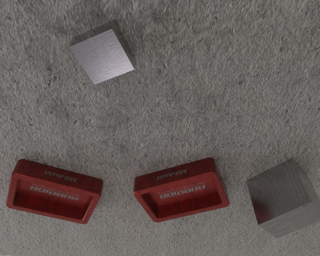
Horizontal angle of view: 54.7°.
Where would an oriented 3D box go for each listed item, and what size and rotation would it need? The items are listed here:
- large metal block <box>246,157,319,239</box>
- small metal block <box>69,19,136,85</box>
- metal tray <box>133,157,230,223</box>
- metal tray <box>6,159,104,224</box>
[{"bbox_3d":[0.185,0.104,0.462,0.080,0.080,0.050,-35,122,26],"label":"large metal block"},{"bbox_3d":[-0.061,-0.082,0.337,0.050,0.025,0.050,-18,128,14],"label":"small metal block"},{"bbox_3d":[0.035,0.101,0.490,0.130,0.030,0.090,-17,128,14],"label":"metal tray"},{"bbox_3d":[-0.166,0.104,0.490,0.131,0.030,0.089,18,128,-15],"label":"metal tray"}]
